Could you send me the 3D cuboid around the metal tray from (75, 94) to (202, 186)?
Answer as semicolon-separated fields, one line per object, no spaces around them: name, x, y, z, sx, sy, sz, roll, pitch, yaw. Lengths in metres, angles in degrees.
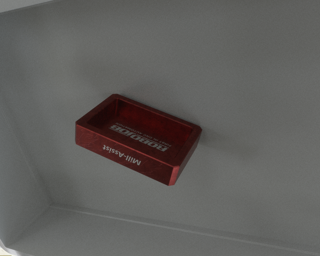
metal tray;-0.024;0.009;0.379;0.130;0.090;0.030;22;127;13
